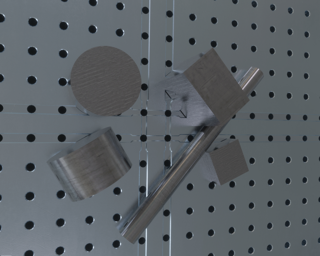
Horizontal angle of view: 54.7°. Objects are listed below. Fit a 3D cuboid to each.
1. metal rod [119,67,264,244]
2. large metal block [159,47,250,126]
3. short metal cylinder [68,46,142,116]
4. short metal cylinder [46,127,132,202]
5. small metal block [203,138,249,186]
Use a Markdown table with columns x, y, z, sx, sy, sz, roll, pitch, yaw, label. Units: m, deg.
| x | y | z | sx | sy | sz | roll | pitch | yaw | label |
| --- | --- | --- | --- | --- | --- | --- | --- | --- | --- |
| 0.051 | 0.029 | 0.431 | 0.025 | 0.025 | 0.300 | 44 | 76 | -15 | metal rod |
| 0.055 | -0.049 | 0.404 | 0.050 | 0.080 | 0.080 | -42 | 104 | -15 | large metal block |
| -0.068 | -0.053 | 0.374 | 0.081 | 0.050 | 0.079 | 0 | 90 | -20 | short metal cylinder |
| -0.079 | 0.040 | 0.354 | 0.080 | 0.080 | 0.050 | -31 | 101 | -17 | short metal cylinder |
| 0.094 | 0.048 | 0.448 | 0.050 | 0.025 | 0.050 | -23 | 98 | -19 | small metal block |
